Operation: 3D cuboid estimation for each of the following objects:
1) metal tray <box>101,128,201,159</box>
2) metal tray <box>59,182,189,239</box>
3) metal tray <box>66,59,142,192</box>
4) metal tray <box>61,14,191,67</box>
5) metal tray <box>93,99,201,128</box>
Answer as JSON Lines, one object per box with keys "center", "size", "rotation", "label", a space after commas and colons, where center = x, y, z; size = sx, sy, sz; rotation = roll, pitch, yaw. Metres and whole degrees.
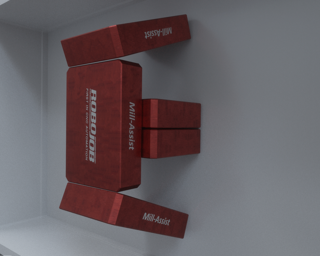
{"center": [-0.027, 0.015, 0.386], "size": [0.130, 0.091, 0.030], "rotation": [1, 91, 40], "label": "metal tray"}
{"center": [-0.038, 0.099, 0.366], "size": [0.090, 0.130, 0.030], "rotation": [1, 69, 39], "label": "metal tray"}
{"center": [-0.063, -0.003, 0.336], "size": [0.090, 0.030, 0.129], "rotation": [1, 91, 39], "label": "metal tray"}
{"center": [-0.036, -0.104, 0.365], "size": [0.090, 0.131, 0.030], "rotation": [1, 111, 40], "label": "metal tray"}
{"center": [-0.027, -0.016, 0.385], "size": [0.130, 0.091, 0.030], "rotation": [1, 91, 40], "label": "metal tray"}
